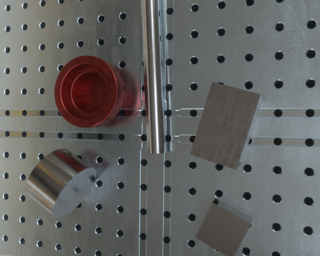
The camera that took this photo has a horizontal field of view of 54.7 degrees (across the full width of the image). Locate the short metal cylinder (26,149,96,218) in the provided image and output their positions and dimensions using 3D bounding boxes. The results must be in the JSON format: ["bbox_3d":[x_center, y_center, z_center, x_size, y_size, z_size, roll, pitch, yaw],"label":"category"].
[{"bbox_3d":[-0.135,0.075,0.430,0.050,0.080,0.080,32,100,17],"label":"short metal cylinder"}]

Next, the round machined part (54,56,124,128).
[{"bbox_3d":[-0.094,-0.049,0.436,0.098,0.042,0.097,0,90,19],"label":"round machined part"}]

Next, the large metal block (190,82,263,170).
[{"bbox_3d":[0.079,-0.003,0.355,0.050,0.080,0.080,18,96,19],"label":"large metal block"}]

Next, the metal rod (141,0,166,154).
[{"bbox_3d":[-0.011,-0.116,0.415,0.025,0.025,0.298,-3,89,19],"label":"metal rod"}]

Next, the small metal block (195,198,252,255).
[{"bbox_3d":[0.079,0.124,0.384,0.050,0.025,0.050,27,99,17],"label":"small metal block"}]
